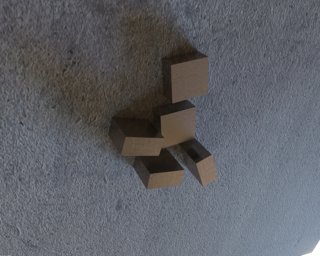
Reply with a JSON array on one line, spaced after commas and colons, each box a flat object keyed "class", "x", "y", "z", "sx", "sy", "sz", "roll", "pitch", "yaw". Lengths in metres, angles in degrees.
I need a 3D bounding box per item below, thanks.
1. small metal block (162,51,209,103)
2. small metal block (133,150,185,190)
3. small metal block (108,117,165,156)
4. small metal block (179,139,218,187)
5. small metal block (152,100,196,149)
[{"class": "small metal block", "x": 0.031, "y": -0.064, "z": 0.385, "sx": 0.050, "sy": 0.025, "sz": 0.050, "roll": -17, "pitch": 125, "yaw": -19}, {"class": "small metal block", "x": -0.003, "y": 0.056, "z": 0.424, "sx": 0.050, "sy": 0.050, "sz": 0.025, "roll": -2, "pitch": 120, "yaw": -27}, {"class": "small metal block", "x": -0.030, "y": 0.010, "z": 0.380, "sx": 0.050, "sy": 0.050, "sz": 0.025, "roll": 3, "pitch": 117, "yaw": -30}, {"class": "small metal block", "x": 0.056, "y": 0.048, "z": 0.451, "sx": 0.025, "sy": 0.050, "sz": 0.050, "roll": -28, "pitch": 128, "yaw": -10}, {"class": "small metal block", "x": 0.019, "y": -0.006, "z": 0.414, "sx": 0.050, "sy": 0.025, "sz": 0.050, "roll": -16, "pitch": 125, "yaw": -20}]
